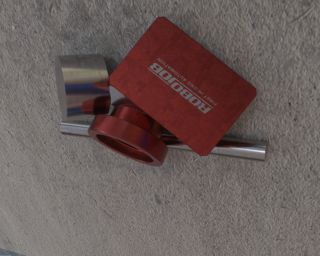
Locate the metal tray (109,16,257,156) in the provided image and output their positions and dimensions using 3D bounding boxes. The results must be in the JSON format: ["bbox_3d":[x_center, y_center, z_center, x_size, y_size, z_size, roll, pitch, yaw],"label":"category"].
[{"bbox_3d":[0.024,-0.043,0.333,0.130,0.030,0.090,39,90,1],"label":"metal tray"}]

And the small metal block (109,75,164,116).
[{"bbox_3d":[-0.027,-0.042,0.378,0.050,0.050,0.025,22,127,15],"label":"small metal block"}]

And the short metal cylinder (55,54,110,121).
[{"bbox_3d":[-0.098,-0.051,0.387,0.080,0.050,0.080,172,90,-66],"label":"short metal cylinder"}]

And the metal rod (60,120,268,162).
[{"bbox_3d":[-0.012,0.013,0.423,0.301,0.025,0.025,6,121,25],"label":"metal rod"}]

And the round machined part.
[{"bbox_3d":[-0.034,0.007,0.380,0.098,0.042,0.098,22,163,7],"label":"round machined part"}]
